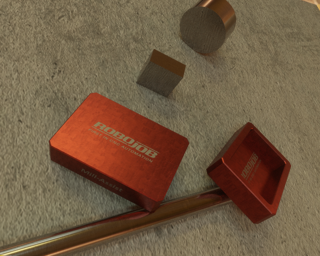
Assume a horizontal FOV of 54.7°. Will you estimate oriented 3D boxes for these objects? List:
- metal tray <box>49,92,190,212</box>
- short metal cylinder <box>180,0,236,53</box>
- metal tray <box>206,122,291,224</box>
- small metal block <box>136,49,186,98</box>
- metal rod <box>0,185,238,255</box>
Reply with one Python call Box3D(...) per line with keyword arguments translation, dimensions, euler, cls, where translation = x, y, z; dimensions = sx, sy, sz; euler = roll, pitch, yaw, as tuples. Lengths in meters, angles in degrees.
Box3D(translation=(-0.043, 0.023, 0.348), dimensions=(0.130, 0.030, 0.090), euler=(27, 51, 3), cls="metal tray")
Box3D(translation=(0.081, -0.173, 0.520), dimensions=(0.080, 0.080, 0.050), euler=(40, 51, -2), cls="short metal cylinder")
Box3D(translation=(0.125, 0.054, 0.417), dimensions=(0.090, 0.030, 0.131), euler=(47, 37, 4), cls="metal tray")
Box3D(translation=(0.001, -0.076, 0.436), dimensions=(0.050, 0.050, 0.025), euler=(24, 53, -14), cls="small metal block")
Box3D(translation=(-0.034, 0.101, 0.324), dimensions=(0.303, 0.025, 0.025), euler=(-7, 66, -32), cls="metal rod")
